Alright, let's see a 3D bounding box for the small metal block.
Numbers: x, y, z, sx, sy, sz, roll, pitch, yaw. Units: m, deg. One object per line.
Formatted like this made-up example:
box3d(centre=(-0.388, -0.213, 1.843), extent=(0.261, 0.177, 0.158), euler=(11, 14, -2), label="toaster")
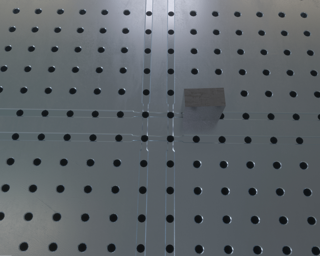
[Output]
box3d(centre=(0.056, -0.030, 0.410), extent=(0.050, 0.050, 0.025), euler=(-2, 70, -1), label="small metal block")
